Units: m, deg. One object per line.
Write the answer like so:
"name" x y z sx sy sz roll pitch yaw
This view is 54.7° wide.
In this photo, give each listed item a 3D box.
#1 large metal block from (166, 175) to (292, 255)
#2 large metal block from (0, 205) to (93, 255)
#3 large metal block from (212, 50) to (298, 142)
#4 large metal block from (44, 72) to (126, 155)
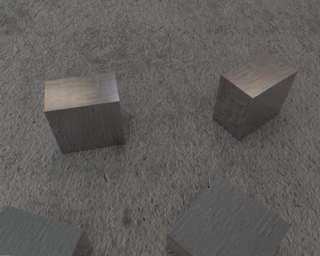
"large metal block" 0.063 0.107 0.297 0.080 0.050 0.080 34 58 25
"large metal block" -0.118 0.127 0.279 0.080 0.050 0.080 13 51 11
"large metal block" 0.120 -0.041 0.403 0.081 0.080 0.050 -30 56 -23
"large metal block" -0.089 -0.017 0.381 0.081 0.080 0.050 -9 51 -8
